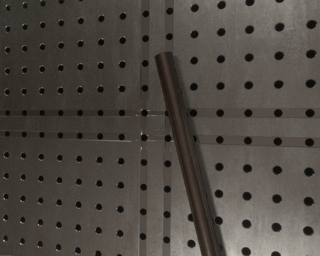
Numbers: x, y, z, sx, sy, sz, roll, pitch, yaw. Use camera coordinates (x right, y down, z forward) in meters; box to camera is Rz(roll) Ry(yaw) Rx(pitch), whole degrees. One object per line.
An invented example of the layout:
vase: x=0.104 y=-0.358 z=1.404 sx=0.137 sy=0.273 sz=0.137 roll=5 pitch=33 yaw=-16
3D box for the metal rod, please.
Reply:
metal rod: x=0.039 y=0.048 z=0.398 sx=0.025 sy=0.025 sz=0.298 roll=-15 pitch=85 yaw=19
